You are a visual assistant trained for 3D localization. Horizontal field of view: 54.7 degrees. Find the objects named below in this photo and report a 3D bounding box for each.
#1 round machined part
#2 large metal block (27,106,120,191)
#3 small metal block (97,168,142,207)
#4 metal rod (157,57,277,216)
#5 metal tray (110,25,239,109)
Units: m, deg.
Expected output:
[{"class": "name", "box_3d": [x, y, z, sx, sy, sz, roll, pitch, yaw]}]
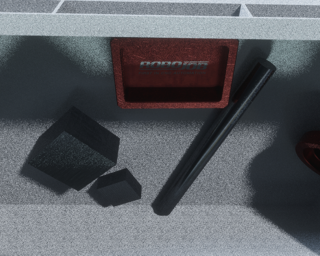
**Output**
[{"class": "round machined part", "box_3d": [0.235, 0.034, 0.407, 0.042, 0.098, 0.098, -50, 123, -11]}, {"class": "large metal block", "box_3d": [-0.113, 0.030, 0.417, 0.080, 0.050, 0.080, -36, 122, 26]}, {"class": "small metal block", "box_3d": [-0.063, 0.094, 0.489, 0.050, 0.025, 0.050, -20, 128, 16]}, {"class": "metal rod", "box_3d": [0.064, 0.033, 0.438, 0.025, 0.025, 0.298, 17, 128, -15]}, {"class": "metal tray", "box_3d": [0.015, -0.066, 0.349, 0.131, 0.030, 0.089, 0, 130, 0]}]
